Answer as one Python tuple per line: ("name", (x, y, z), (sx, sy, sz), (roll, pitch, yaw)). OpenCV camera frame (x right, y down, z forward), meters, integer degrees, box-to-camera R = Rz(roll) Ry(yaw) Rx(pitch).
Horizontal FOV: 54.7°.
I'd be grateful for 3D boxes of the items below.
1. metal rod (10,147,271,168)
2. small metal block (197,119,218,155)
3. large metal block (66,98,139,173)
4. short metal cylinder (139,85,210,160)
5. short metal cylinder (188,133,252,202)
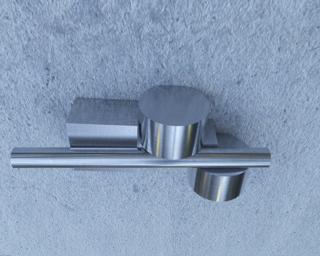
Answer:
("metal rod", (-0.020, 0.036, 0.372), (0.302, 0.025, 0.025), (0, 130, -2))
("small metal block", (0.045, 0.013, 0.402), (0.050, 0.050, 0.025), (1, 130, -1))
("large metal block", (-0.068, 0.010, 0.396), (0.081, 0.050, 0.079), (2, 130, -3))
("short metal cylinder", (0.015, -0.009, 0.366), (0.081, 0.080, 0.050), (2, 130, -2))
("short metal cylinder", (0.079, 0.051, 0.417), (0.081, 0.080, 0.050), (0, 130, -1))
